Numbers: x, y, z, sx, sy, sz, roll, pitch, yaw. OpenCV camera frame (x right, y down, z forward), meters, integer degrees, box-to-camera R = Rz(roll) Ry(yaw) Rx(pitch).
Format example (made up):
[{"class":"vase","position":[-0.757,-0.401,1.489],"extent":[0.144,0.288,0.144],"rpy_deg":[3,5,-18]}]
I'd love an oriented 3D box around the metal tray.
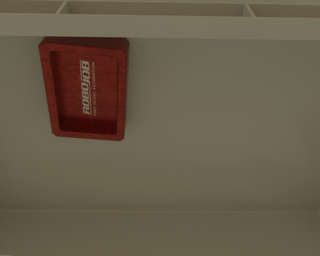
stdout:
[{"class":"metal tray","position":[-0.085,-0.044,0.367],"extent":[0.091,0.030,0.129],"rpy_deg":[4,130,-4]}]
